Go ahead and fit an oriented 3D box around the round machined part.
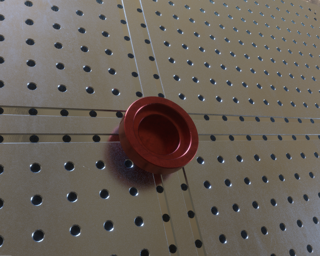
[{"bbox_3d":[-0.005,0.012,0.387,0.099,0.042,0.098,13,56,-21],"label":"round machined part"}]
